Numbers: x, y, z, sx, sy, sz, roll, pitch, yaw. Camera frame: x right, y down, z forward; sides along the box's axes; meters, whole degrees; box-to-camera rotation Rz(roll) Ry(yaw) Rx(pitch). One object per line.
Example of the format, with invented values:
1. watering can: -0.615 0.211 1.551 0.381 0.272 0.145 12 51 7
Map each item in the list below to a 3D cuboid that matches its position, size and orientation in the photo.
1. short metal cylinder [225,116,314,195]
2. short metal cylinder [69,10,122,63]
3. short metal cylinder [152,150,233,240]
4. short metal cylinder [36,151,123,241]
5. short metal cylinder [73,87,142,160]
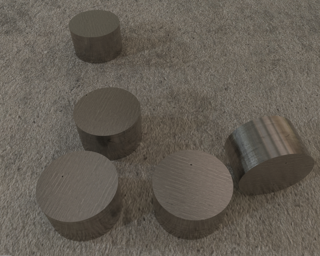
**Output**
1. short metal cylinder: 0.118 0.032 0.342 0.081 0.080 0.050 -7 51 -6
2. short metal cylinder: -0.105 -0.152 0.514 0.080 0.050 0.080 0 50 0
3. short metal cylinder: 0.033 0.070 0.328 0.080 0.050 0.080 0 50 0
4. short metal cylinder: -0.082 0.071 0.327 0.080 0.050 0.080 0 50 0
5. short metal cylinder: -0.064 -0.006 0.391 0.080 0.050 0.080 0 50 0
